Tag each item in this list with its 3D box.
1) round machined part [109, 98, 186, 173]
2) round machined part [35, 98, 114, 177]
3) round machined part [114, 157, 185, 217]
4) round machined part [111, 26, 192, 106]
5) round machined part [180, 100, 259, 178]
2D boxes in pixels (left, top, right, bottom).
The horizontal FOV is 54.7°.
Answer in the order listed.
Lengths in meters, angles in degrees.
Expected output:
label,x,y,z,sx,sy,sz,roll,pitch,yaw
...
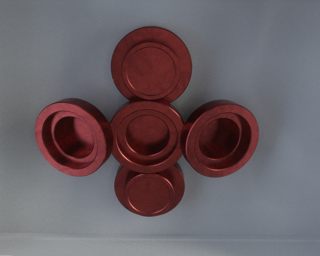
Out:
label,x,y,z,sx,sy,sz,roll,pitch,yaw
round machined part,-0.016,0.006,0.402,0.099,0.042,0.097,0,110,0
round machined part,-0.104,0.009,0.394,0.098,0.042,0.097,6,111,16
round machined part,-0.015,0.083,0.431,0.099,0.042,0.097,0,110,0
round machined part,-0.010,-0.071,0.374,0.099,0.042,0.097,0,110,0
round machined part,0.072,0.011,0.396,0.099,0.042,0.097,-6,111,-16
